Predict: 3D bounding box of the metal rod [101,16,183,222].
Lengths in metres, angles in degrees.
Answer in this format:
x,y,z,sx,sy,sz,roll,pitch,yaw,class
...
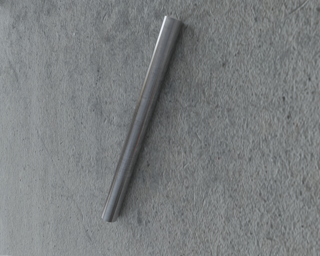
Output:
x,y,z,sx,sy,sz,roll,pitch,yaw,class
-0.030,-0.001,0.429,0.025,0.025,0.298,30,109,36,metal rod
